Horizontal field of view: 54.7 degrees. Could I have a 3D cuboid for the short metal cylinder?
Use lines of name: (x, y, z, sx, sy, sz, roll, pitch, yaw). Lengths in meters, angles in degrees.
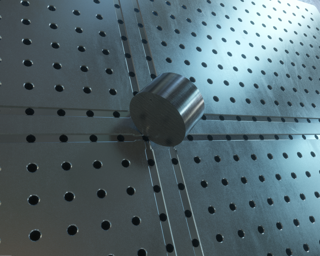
short metal cylinder: (0.009, -0.023, 0.392, 0.080, 0.080, 0.050, 42, 51, 0)
